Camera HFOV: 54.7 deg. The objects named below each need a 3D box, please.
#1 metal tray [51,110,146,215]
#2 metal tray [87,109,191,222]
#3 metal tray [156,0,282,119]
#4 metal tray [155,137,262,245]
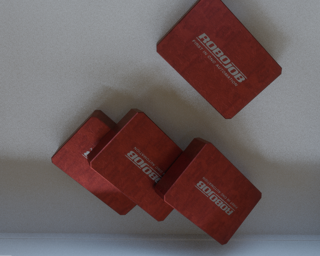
[{"bbox_3d":[-0.068,0.050,0.426,0.130,0.030,0.090,42,104,-14],"label":"metal tray"},{"bbox_3d":[-0.016,0.049,0.402,0.090,0.030,0.130,-48,113,-5],"label":"metal tray"},{"bbox_3d":[0.071,-0.085,0.378,0.130,0.030,0.090,42,104,-14],"label":"metal tray"},{"bbox_3d":[0.068,0.086,0.411,0.130,0.030,0.090,43,83,-26],"label":"metal tray"}]
